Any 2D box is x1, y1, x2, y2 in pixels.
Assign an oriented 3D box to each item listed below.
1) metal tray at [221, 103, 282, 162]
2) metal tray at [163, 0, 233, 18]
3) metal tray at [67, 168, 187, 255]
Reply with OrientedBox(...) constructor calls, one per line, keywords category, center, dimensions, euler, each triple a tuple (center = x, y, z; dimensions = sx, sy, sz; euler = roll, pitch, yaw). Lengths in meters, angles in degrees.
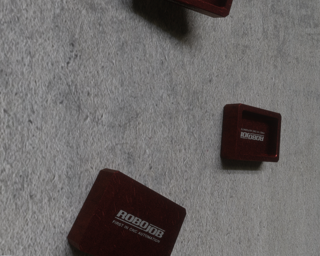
OrientedBox(category="metal tray", center=(0.161, 0.012, 0.535), dimensions=(0.131, 0.030, 0.089), euler=(8, 85, -40))
OrientedBox(category="metal tray", center=(0.040, -0.204, 0.397), dimensions=(0.131, 0.030, 0.089), euler=(8, 103, -26))
OrientedBox(category="metal tray", center=(-0.033, 0.116, 0.374), dimensions=(0.130, 0.030, 0.090), euler=(37, 67, -34))
